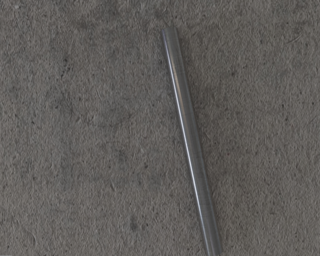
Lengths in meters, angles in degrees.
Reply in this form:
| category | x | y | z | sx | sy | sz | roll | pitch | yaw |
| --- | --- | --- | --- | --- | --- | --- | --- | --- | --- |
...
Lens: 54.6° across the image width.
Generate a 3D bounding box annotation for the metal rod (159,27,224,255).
| category | x | y | z | sx | sy | sz | roll | pitch | yaw |
| --- | --- | --- | --- | --- | --- | --- | --- | --- | --- |
| metal rod | 0.042 | 0.017 | 0.410 | 0.025 | 0.025 | 0.299 | -12 | 90 | 0 |
